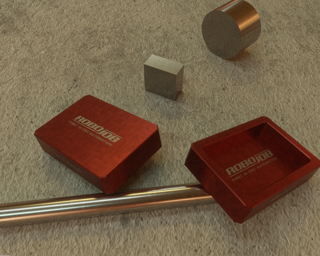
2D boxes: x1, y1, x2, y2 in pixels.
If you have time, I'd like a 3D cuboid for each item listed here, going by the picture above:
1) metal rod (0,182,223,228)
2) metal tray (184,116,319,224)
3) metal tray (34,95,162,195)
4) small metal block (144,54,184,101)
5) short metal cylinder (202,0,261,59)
[{"bbox_3d":[-0.079,0.084,0.331,0.302,0.025,0.025,-5,50,-5],"label":"metal rod"},{"bbox_3d":[0.105,0.039,0.348,0.131,0.030,0.090,-18,51,-33],"label":"metal tray"},{"bbox_3d":[-0.075,0.013,0.371,0.130,0.030,0.090,25,53,33],"label":"metal tray"},{"bbox_3d":[0.005,-0.073,0.448,0.050,0.050,0.025,21,53,17],"label":"small metal block"},{"bbox_3d":[0.115,-0.161,0.504,0.050,0.080,0.080,-36,59,-27],"label":"short metal cylinder"}]
